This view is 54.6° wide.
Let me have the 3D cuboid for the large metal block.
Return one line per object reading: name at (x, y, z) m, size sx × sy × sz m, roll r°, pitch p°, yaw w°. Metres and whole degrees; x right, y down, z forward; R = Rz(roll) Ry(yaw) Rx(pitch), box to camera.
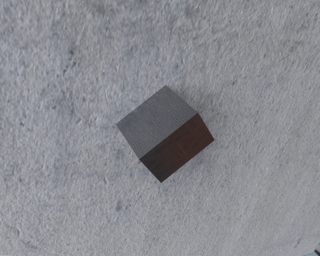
large metal block at (0.004, 0.005, 0.376) m, size 0.080 × 0.080 × 0.050 m, roll -39°, pitch 129°, yaw -2°
